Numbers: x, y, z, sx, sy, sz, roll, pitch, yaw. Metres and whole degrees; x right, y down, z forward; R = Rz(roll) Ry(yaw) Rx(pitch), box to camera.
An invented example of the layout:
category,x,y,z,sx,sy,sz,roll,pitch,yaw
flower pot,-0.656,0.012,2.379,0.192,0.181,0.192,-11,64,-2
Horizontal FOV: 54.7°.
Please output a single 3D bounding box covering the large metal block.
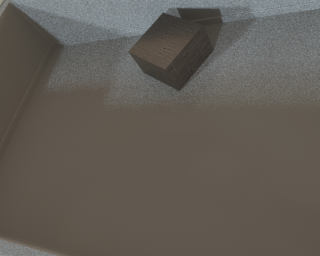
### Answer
category,x,y,z,sx,sy,sz,roll,pitch,yaw
large metal block,0.016,-0.112,0.449,0.080,0.050,0.080,34,80,38
